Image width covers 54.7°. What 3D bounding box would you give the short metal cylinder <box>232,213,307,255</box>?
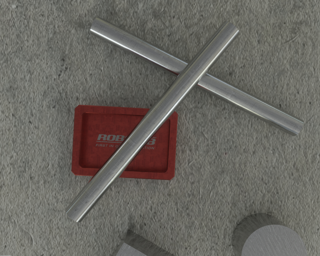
[{"bbox_3d":[0.138,0.157,0.400,0.081,0.050,0.079,0,90,-1],"label":"short metal cylinder"}]

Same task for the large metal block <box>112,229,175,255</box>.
[{"bbox_3d":[-0.029,0.192,0.397,0.080,0.050,0.080,31,90,-1],"label":"large metal block"}]

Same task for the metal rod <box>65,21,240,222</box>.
[{"bbox_3d":[-0.009,-0.008,0.379,0.025,0.025,0.300,40,89,-1],"label":"metal rod"}]

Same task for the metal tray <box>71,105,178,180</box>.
[{"bbox_3d":[-0.045,0.018,0.406,0.131,0.030,0.089,3,90,-1],"label":"metal tray"}]

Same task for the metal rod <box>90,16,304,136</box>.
[{"bbox_3d":[0.049,-0.068,0.410,0.301,0.025,0.025,27,90,-1],"label":"metal rod"}]
